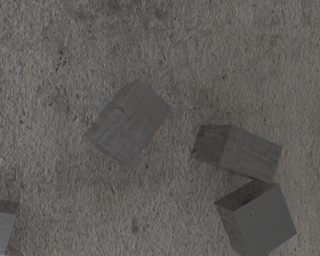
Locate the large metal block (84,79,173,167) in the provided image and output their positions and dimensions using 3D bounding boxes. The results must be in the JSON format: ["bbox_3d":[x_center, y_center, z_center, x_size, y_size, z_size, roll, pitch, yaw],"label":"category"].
[{"bbox_3d":[-0.041,-0.006,0.365,0.050,0.080,0.080,40,77,-16],"label":"large metal block"}]

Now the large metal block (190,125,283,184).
[{"bbox_3d":[0.099,0.033,0.416,0.080,0.080,0.050,22,83,-19],"label":"large metal block"}]

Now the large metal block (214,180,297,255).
[{"bbox_3d":[0.137,0.130,0.446,0.081,0.050,0.080,-25,99,-18],"label":"large metal block"}]

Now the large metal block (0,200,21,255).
[{"bbox_3d":[-0.201,0.115,0.322,0.081,0.050,0.080,17,84,-19],"label":"large metal block"}]
